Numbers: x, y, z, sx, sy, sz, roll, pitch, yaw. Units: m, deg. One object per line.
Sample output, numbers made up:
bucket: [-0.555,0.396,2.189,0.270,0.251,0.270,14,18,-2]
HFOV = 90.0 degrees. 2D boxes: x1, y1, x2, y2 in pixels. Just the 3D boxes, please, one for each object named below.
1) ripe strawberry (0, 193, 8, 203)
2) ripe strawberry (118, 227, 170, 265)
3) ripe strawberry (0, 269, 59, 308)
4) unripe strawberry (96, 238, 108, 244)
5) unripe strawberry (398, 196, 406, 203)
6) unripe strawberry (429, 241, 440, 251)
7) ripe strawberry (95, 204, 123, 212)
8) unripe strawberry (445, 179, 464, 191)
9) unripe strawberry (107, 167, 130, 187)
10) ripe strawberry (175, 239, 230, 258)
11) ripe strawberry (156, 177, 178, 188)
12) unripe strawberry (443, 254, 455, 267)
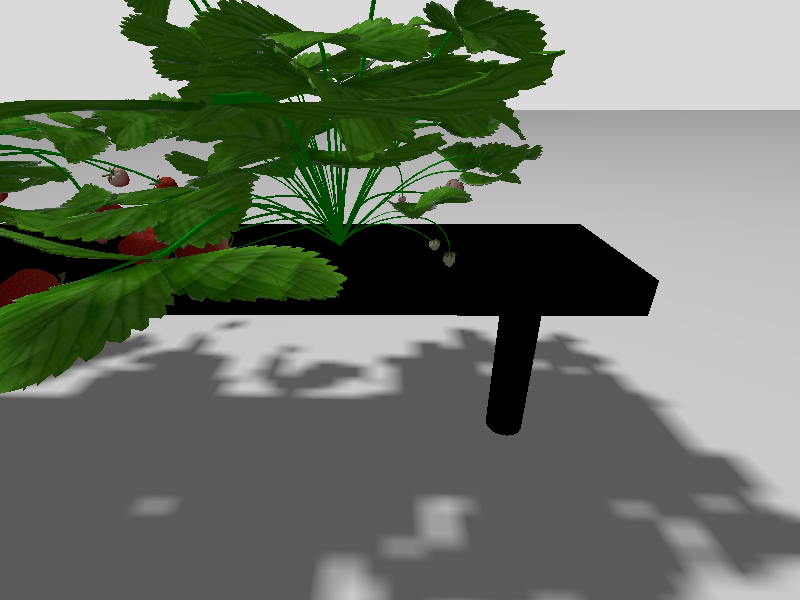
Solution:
ripe strawberry: [-0.506,-0.137,0.499,0.029,0.033,0.032,0,27,-1]
ripe strawberry: [-0.199,-0.042,0.314,0.036,0.031,0.036,-10,29,-17]
ripe strawberry: [-0.226,-0.003,0.242,0.033,0.032,0.030,-20,33,-33]
unripe strawberry: [-0.259,-0.056,0.347,0.015,0.015,0.014,2,27,3]
unripe strawberry: [0.003,-0.123,0.497,0.009,0.010,0.011,10,29,19]
unripe strawberry: [0.031,-0.049,0.359,0.010,0.010,0.009,2,27,5]
ripe strawberry: [-0.278,-0.078,0.377,0.037,0.039,0.034,-2,27,-5]
unripe strawberry: [0.070,-0.139,0.506,0.026,0.030,0.028,19,32,33]
unripe strawberry: [-0.411,-0.179,0.588,0.025,0.028,0.027,9,-11,18]
ripe strawberry: [-0.147,-0.034,0.300,0.037,0.037,0.035,-19,33,-31]
ripe strawberry: [-0.303,-0.145,0.526,0.027,0.029,0.030,27,-4,41]
unripe strawberry: [0.039,-0.032,0.319,0.010,0.011,0.011,14,30,25]
